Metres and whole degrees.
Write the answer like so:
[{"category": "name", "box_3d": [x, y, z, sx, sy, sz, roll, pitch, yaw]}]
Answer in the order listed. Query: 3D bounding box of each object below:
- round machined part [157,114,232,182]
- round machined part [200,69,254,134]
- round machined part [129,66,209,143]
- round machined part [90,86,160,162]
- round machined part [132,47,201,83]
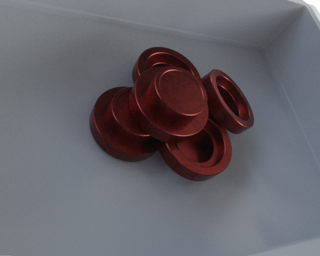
[{"category": "round machined part", "box_3d": [0.040, 0.023, 0.402, 0.099, 0.042, 0.098, 14, 56, -21]}, {"category": "round machined part", "box_3d": [0.089, -0.033, 0.449, 0.098, 0.042, 0.098, 32, 39, -31]}, {"category": "round machined part", "box_3d": [0.017, -0.034, 0.368, 0.099, 0.042, 0.098, 14, 56, -21]}, {"category": "round machined part", "box_3d": [-0.033, -0.012, 0.381, 0.099, 0.042, 0.098, 14, 56, -21]}, {"category": "round machined part", "box_3d": [0.007, -0.063, 0.436, 0.099, 0.042, 0.098, 14, 56, -21]}]
